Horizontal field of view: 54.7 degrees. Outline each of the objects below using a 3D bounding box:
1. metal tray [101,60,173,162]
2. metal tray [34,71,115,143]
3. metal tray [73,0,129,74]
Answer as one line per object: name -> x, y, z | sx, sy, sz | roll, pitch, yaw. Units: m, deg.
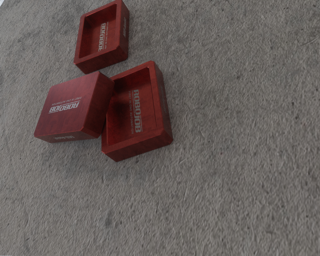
metal tray -> -0.036, -0.026, 0.435 | 0.090, 0.030, 0.130 | -19, 54, 16
metal tray -> -0.130, -0.027, 0.461 | 0.130, 0.030, 0.090 | -6, 63, 40
metal tray -> -0.103, -0.165, 0.555 | 0.090, 0.030, 0.130 | -15, 55, 19
